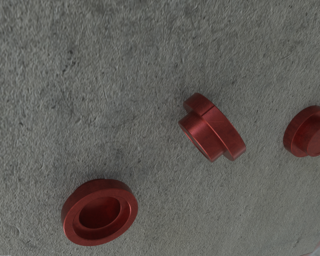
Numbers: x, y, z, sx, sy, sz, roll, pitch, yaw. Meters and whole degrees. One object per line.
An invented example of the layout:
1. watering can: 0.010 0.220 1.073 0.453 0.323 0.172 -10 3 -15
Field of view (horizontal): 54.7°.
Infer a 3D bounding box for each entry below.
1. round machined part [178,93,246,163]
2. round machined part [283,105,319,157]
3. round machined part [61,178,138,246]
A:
1. round machined part: 0.060 0.005 0.395 0.042 0.098 0.098 -40 129 -1
2. round machined part: 0.274 0.012 0.552 0.099 0.042 0.097 -14 124 -21
3. round machined part: -0.083 0.107 0.417 0.099 0.042 0.097 -14 124 -21
